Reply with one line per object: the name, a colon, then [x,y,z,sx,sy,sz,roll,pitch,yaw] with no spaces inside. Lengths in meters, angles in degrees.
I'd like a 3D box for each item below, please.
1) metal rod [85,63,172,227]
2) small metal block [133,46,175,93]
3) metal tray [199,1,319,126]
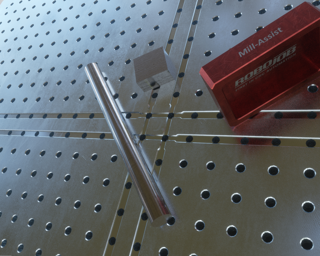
metal rod: [-0.057,0.001,0.435,0.025,0.025,0.300,-34,52,5]
small metal block: [-0.010,-0.088,0.466,0.050,0.025,0.050,-21,54,15]
metal tray: [0.118,-0.064,0.343,0.130,0.090,0.030,-32,52,7]
